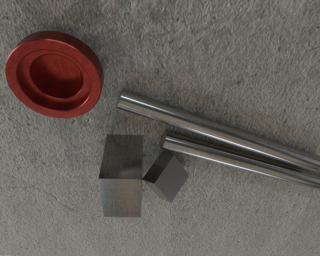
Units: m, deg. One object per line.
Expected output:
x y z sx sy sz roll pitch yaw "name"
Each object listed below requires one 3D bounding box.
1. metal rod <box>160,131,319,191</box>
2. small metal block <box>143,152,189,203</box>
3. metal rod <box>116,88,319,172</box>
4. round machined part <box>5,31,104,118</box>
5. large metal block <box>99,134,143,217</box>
0.145 0.056 0.456 0.302 0.025 0.025 16 128 -14 "metal rod"
0.010 0.072 0.449 0.025 0.050 0.050 11 145 46 "small metal block"
0.089 0.008 0.415 0.302 0.025 0.025 18 128 -15 "metal rod"
-0.111 -0.061 0.342 0.099 0.042 0.097 -1 130 0 "round machined part"
-0.050 0.065 0.426 0.050 0.080 0.079 1 130 -2 "large metal block"
